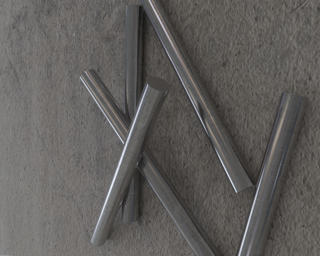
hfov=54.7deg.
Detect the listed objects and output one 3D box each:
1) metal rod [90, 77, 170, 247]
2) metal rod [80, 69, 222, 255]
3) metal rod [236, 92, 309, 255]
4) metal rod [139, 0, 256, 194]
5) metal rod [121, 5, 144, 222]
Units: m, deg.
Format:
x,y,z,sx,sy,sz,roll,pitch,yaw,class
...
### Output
x,y,z,sx,sy,sz,roll,pitch,yaw,class
-0.049,0.065,0.397,0.025,0.025,0.298,48,133,29,metal rod
-0.019,0.041,0.397,0.025,0.025,0.299,-46,70,30,metal rod
0.099,0.112,0.323,0.025,0.025,0.298,20,103,38,metal rod
0.034,-0.065,0.377,0.025,0.025,0.299,-37,68,34,metal rod
-0.039,-0.019,0.437,0.025,0.025,0.298,2,91,40,metal rod
